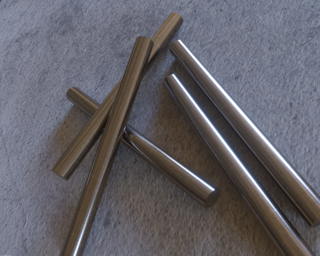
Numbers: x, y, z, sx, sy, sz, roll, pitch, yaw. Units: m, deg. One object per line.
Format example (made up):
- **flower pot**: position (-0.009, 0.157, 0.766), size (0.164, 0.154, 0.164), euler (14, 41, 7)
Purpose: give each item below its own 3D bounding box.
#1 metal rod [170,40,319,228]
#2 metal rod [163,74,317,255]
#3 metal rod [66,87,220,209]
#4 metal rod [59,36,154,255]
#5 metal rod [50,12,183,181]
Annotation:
- **metal rod**: position (0.085, -0.019, 0.370), size (0.025, 0.025, 0.300), euler (-35, 52, 5)
- **metal rod**: position (0.076, 0.036, 0.341), size (0.025, 0.025, 0.300), euler (-35, 51, 5)
- **metal rod**: position (-0.044, 0.009, 0.419), size (0.300, 0.025, 0.025), euler (33, 80, 38)
- **metal rod**: position (-0.064, 0.020, 0.394), size (0.025, 0.025, 0.299), euler (9, 75, 32)
- **metal rod**: position (-0.049, -0.058, 0.438), size (0.025, 0.025, 0.300), euler (16, 62, 34)
